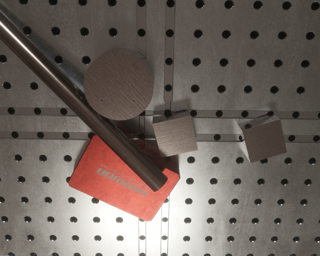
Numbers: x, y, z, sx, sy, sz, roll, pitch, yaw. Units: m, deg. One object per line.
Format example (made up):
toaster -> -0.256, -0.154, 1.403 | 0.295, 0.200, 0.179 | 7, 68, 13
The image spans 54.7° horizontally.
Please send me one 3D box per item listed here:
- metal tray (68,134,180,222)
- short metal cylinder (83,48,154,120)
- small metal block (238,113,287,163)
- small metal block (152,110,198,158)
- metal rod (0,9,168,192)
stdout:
metal tray -> -0.049, 0.066, 0.435 | 0.131, 0.030, 0.090 | 28, 107, -10
short metal cylinder -> -0.048, -0.055, 0.379 | 0.081, 0.050, 0.079 | 0, 110, -1
small metal block -> 0.139, 0.014, 0.421 | 0.050, 0.025, 0.050 | -17, 110, 6
small metal block -> 0.020, 0.008, 0.417 | 0.050, 0.025, 0.050 | -12, 110, 4
metal rod -> -0.102, -0.034, 0.379 | 0.025, 0.025, 0.300 | -42, 98, 13
